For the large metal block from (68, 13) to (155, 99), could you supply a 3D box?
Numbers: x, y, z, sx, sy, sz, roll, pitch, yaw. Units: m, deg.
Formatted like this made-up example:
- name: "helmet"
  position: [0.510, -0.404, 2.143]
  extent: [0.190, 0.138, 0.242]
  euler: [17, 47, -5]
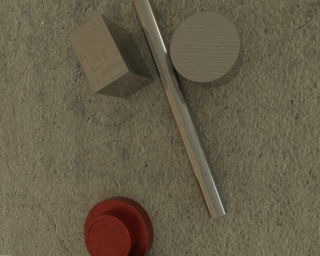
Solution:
- name: "large metal block"
  position: [-0.060, -0.088, 0.401]
  extent: [0.050, 0.080, 0.080]
  euler: [-29, 81, 18]

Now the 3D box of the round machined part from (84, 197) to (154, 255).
- name: "round machined part"
  position: [-0.062, 0.146, 0.422]
  extent: [0.098, 0.042, 0.097]
  euler: [0, 90, 20]

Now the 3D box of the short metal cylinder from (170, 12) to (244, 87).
- name: "short metal cylinder"
  position: [0.058, -0.092, 0.375]
  extent: [0.080, 0.050, 0.079]
  euler: [0, 90, 20]

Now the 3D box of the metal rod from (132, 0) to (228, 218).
- name: "metal rod"
  position: [0.023, -0.033, 0.400]
  extent: [0.025, 0.025, 0.299]
  euler: [-21, 83, 19]
